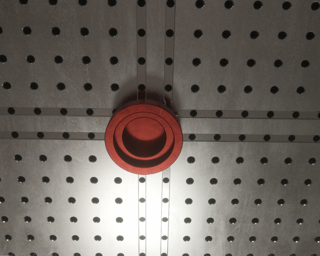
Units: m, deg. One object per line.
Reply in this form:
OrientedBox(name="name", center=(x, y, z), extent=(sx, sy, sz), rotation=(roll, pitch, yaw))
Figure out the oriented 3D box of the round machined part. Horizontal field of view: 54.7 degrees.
OrientedBox(name="round machined part", center=(-0.020, 0.009, 0.407), extent=(0.099, 0.042, 0.097), rotation=(0, 110, -1))
